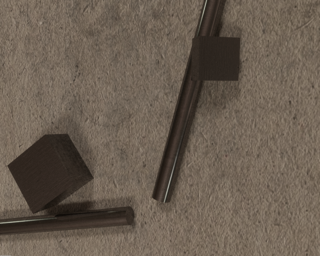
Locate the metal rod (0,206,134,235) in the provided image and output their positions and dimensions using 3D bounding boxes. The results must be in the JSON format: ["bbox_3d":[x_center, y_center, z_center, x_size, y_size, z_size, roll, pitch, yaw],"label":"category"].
[{"bbox_3d":[-0.181,0.146,0.470,0.301,0.025,0.025,-11,87,19],"label":"metal rod"}]

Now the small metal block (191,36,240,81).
[{"bbox_3d":[0.066,-0.082,0.369,0.050,0.025,0.050,-2,99,-14],"label":"small metal block"}]

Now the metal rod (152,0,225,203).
[{"bbox_3d":[0.039,-0.051,0.394,0.025,0.025,0.298,16,95,19],"label":"metal rod"}]

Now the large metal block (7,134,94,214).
[{"bbox_3d":[-0.158,0.064,0.450,0.080,0.050,0.080,-36,79,16],"label":"large metal block"}]
